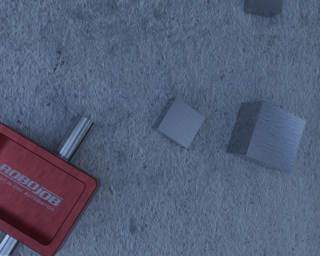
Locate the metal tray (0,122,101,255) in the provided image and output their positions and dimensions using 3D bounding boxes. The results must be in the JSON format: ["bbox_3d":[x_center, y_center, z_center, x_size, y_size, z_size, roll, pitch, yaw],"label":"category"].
[{"bbox_3d":[-0.142,0.063,0.331,0.130,0.030,0.090,30,80,2],"label":"metal tray"}]

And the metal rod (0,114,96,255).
[{"bbox_3d":[-0.162,0.117,0.349,0.025,0.025,0.300,33,79,-17],"label":"metal rod"}]

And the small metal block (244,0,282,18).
[{"bbox_3d":[0.156,-0.199,0.468,0.050,0.025,0.050,2,89,-21],"label":"small metal block"}]

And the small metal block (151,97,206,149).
[{"bbox_3d":[0.025,-0.007,0.419,0.050,0.025,0.050,34,79,-17],"label":"small metal block"}]

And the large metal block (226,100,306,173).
[{"bbox_3d":[0.155,0.013,0.455,0.080,0.050,0.080,22,83,-19],"label":"large metal block"}]
